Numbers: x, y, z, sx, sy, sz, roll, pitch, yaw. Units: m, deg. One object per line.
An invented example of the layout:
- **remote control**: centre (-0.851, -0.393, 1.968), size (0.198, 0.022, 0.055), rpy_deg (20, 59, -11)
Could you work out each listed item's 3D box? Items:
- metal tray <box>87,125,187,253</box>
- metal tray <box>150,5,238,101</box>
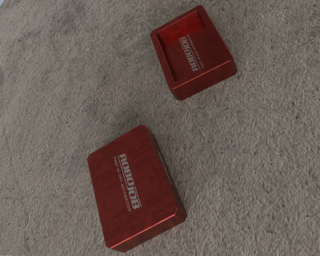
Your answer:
- **metal tray**: centre (-0.033, 0.069, 0.376), size (0.090, 0.030, 0.130), rpy_deg (-30, 52, 8)
- **metal tray**: centre (0.044, -0.111, 0.445), size (0.090, 0.030, 0.130), rpy_deg (-26, 53, 12)
